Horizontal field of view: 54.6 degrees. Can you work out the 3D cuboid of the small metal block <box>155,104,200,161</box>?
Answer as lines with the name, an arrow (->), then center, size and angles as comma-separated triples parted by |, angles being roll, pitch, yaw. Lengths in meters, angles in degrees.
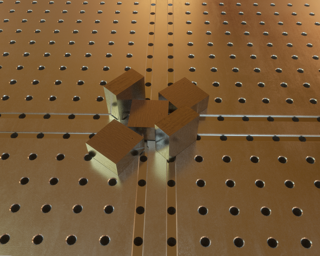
small metal block -> 0.021, 0.006, 0.387 | 0.050, 0.050, 0.025 | -35, 58, -26

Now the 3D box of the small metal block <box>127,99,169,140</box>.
small metal block -> -0.014, -0.011, 0.417 | 0.050, 0.025, 0.050 | 2, 49, 3

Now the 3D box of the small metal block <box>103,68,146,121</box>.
small metal block -> -0.047, -0.046, 0.430 | 0.025, 0.050, 0.050 | 37, 60, 26

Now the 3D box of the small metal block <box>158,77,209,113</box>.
small metal block -> 0.033, -0.040, 0.441 | 0.050, 0.025, 0.050 | -33, 57, -24

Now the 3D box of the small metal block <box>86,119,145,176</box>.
small metal block -> -0.055, 0.023, 0.388 | 0.050, 0.025, 0.050 | 31, 56, 23
